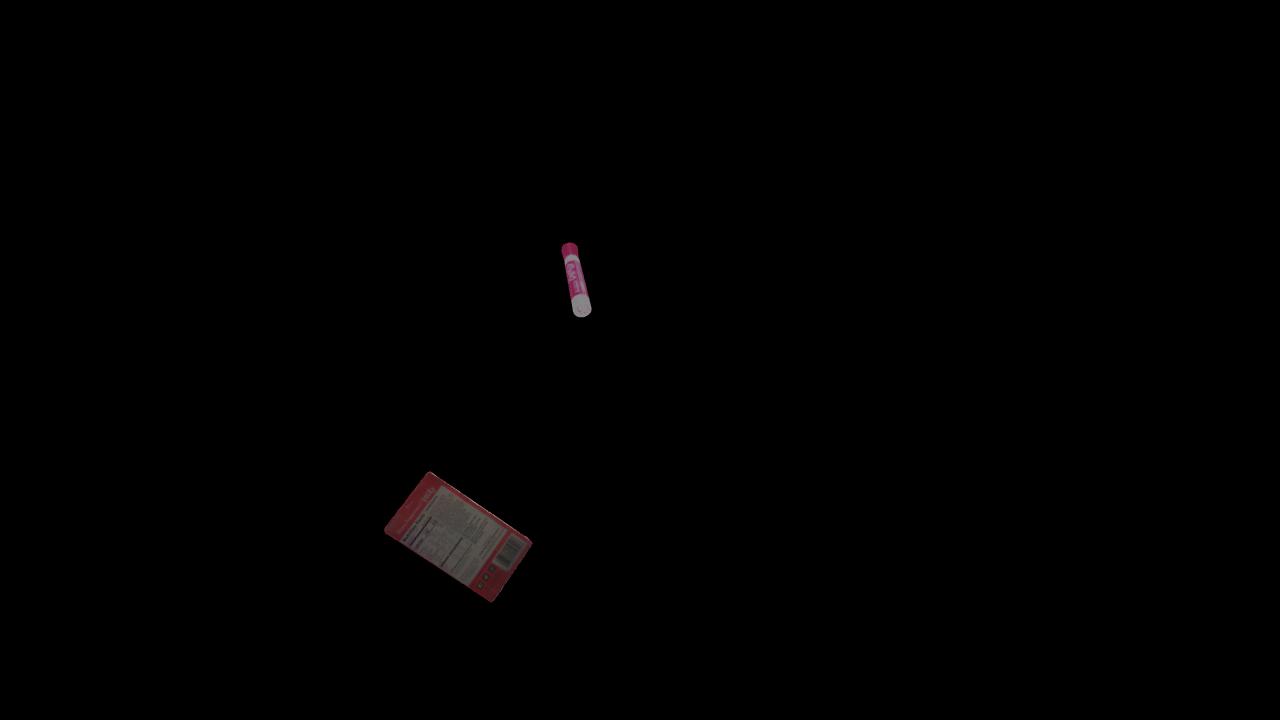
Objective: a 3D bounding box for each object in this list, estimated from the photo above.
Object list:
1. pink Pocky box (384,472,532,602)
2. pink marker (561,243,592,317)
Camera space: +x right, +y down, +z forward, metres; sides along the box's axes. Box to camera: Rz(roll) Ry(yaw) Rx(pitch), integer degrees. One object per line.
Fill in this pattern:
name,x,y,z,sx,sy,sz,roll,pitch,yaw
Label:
pink Pocky box,-0.217,0.212,0.741,0.155,0.084,0.029,37,-14,-7
pink marker,-0.069,-0.089,0.653,0.020,0.020,0.121,0,41,-15
